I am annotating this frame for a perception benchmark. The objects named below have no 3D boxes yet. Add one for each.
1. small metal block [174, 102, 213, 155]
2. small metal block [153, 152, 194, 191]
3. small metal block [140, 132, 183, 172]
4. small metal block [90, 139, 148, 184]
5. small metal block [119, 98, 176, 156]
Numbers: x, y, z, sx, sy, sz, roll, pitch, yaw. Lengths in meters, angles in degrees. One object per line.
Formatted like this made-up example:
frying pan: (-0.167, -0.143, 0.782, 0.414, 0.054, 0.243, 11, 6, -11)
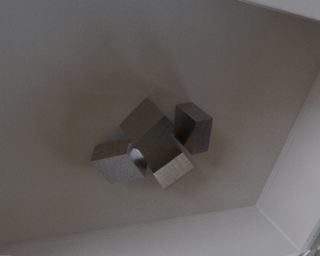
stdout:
small metal block: (0.043, 0.000, 0.415, 0.025, 0.050, 0.050, -12, 123, -24)
small metal block: (0.020, 0.063, 0.442, 0.050, 0.025, 0.050, -36, 166, -5)
small metal block: (-0.004, 0.026, 0.421, 0.050, 0.025, 0.050, -36, 130, -4)
small metal block: (-0.051, 0.043, 0.392, 0.050, 0.025, 0.050, -14, 133, 20)
small metal block: (-0.016, -0.002, 0.381, 0.050, 0.050, 0.025, -45, 129, 3)
